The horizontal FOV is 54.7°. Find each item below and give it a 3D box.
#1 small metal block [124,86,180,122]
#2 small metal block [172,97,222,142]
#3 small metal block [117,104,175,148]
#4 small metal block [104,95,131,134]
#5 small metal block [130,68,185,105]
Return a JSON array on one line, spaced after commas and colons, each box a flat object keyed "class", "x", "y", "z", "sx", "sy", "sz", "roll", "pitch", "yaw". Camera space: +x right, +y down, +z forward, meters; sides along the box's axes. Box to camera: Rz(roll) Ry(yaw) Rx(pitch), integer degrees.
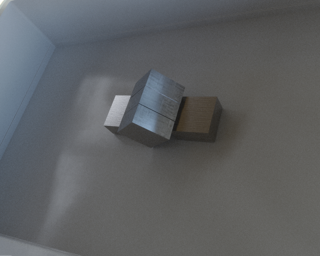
[{"class": "small metal block", "x": -0.011, "y": -0.023, "z": 0.393, "sx": 0.050, "sy": 0.050, "sz": 0.025, "roll": -29, "pitch": 40, "yaw": 58}, {"class": "small metal block", "x": 0.046, "y": -0.011, "z": 0.386, "sx": 0.050, "sy": 0.025, "sz": 0.050, "roll": 3, "pitch": 63, "yaw": 29}, {"class": "small metal block", "x": -0.018, "y": -0.001, "z": 0.384, "sx": 0.050, "sy": 0.050, "sz": 0.025, "roll": -29, "pitch": 40, "yaw": 58}, {"class": "small metal block", "x": -0.044, "y": -0.018, "z": 0.436, "sx": 0.050, "sy": 0.025, "sz": 0.050, "roll": 4, "pitch": 64, "yaw": 29}, {"class": "small metal block", "x": -0.004, "y": -0.046, "z": 0.403, "sx": 0.050, "sy": 0.050, "sz": 0.025, "roll": -28, "pitch": 41, "yaw": 59}]
